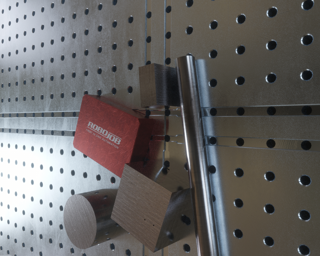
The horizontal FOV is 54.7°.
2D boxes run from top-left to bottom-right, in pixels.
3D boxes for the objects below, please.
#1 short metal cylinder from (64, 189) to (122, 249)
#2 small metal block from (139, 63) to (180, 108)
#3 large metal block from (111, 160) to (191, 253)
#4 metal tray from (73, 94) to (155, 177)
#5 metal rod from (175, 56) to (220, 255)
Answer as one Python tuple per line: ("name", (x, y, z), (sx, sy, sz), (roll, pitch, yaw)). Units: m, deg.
("short metal cylinder", (-0.103, 0.138, 0.475), (0.080, 0.050, 0.079), (0, 90, 39))
("small metal block", (0.001, -0.051, 0.391), (0.025, 0.050, 0.050), (-6, 86, 39))
("large metal block", (-0.010, 0.096, 0.400), (0.080, 0.050, 0.079), (25, 106, 37))
("metal tray", (-0.074, 0.009, 0.465), (0.130, 0.030, 0.089), (25, 105, 37))
("metal rod", (0.047, 0.062, 0.368), (0.025, 0.025, 0.298), (-11, 83, 39))
